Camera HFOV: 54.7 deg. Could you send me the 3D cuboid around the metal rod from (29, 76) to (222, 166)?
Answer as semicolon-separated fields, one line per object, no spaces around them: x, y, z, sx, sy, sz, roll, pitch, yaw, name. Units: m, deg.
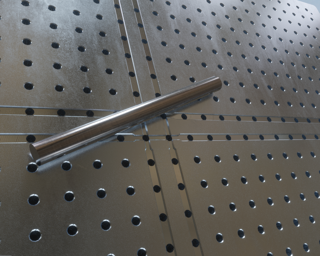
-0.020;-0.022;0.412;0.302;0.025;0.025;-24;75;-37;metal rod
